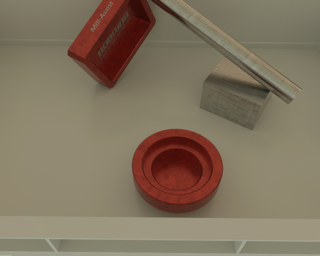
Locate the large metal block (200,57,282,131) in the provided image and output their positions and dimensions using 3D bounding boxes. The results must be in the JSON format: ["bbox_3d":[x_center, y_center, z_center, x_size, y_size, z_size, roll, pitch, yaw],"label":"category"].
[{"bbox_3d":[0.113,-0.054,0.436,0.080,0.050,0.080,26,54,19],"label":"large metal block"}]

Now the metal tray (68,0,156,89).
[{"bbox_3d":[-0.063,-0.131,0.440,0.030,0.090,0.130,30,83,22],"label":"metal tray"}]

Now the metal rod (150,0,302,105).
[{"bbox_3d":[0.056,-0.135,0.413,0.300,0.025,0.025,41,60,11],"label":"metal rod"}]

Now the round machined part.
[{"bbox_3d":[0.019,0.051,0.351,0.099,0.042,0.098,0,50,0],"label":"round machined part"}]
